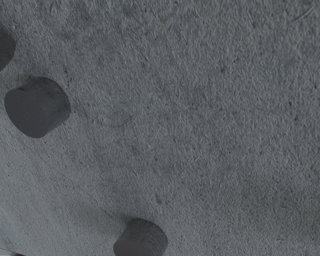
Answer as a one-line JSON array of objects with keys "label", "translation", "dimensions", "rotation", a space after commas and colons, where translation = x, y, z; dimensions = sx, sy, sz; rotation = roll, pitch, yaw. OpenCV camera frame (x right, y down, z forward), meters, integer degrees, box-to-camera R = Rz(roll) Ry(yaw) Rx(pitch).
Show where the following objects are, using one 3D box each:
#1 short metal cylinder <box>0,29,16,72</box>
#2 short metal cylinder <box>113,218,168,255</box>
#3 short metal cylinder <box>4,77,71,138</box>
[{"label": "short metal cylinder", "translation": [-0.255, -0.113, 0.436], "dimensions": [0.050, 0.080, 0.080], "rotation": [40, 129, 1]}, {"label": "short metal cylinder", "translation": [-0.033, 0.204, 0.534], "dimensions": [0.080, 0.050, 0.079], "rotation": [13, 124, 21]}, {"label": "short metal cylinder", "translation": [-0.184, -0.031, 0.469], "dimensions": [0.080, 0.050, 0.079], "rotation": [13, 124, 21]}]
